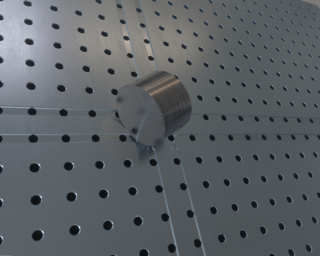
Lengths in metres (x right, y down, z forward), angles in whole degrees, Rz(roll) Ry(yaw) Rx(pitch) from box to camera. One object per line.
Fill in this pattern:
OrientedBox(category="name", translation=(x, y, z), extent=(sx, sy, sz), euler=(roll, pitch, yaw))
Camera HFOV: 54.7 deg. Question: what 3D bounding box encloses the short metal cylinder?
OrientedBox(category="short metal cylinder", translation=(-0.008, -0.025, 0.383), extent=(0.050, 0.080, 0.080), euler=(-34, 81, -38))
